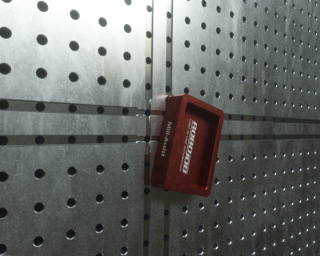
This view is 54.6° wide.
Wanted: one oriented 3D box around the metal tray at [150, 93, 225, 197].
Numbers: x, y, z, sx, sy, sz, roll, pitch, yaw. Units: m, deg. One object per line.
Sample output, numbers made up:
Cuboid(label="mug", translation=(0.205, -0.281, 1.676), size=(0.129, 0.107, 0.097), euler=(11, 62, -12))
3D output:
Cuboid(label="metal tray", translation=(0.042, 0.026, 0.439), size=(0.091, 0.030, 0.130), euler=(20, 78, -38))
